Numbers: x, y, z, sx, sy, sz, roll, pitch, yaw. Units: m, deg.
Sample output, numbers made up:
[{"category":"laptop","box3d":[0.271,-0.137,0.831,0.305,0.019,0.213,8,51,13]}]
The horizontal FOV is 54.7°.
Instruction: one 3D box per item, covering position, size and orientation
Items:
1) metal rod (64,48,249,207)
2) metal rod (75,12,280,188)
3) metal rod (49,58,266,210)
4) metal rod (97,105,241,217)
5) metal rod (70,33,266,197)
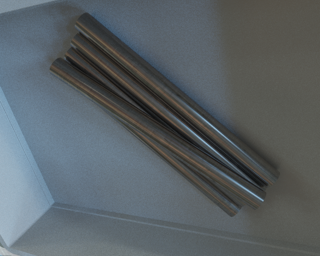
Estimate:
[{"category":"metal rod","box3d":[-0.002,-0.003,0.407,0.300,0.025,0.025,40,129,1]},{"category":"metal rod","box3d":[0.020,-0.034,0.375,0.300,0.025,0.025,40,129,1]},{"category":"metal rod","box3d":[-0.007,0.003,0.380,0.301,0.025,0.025,33,129,6]},{"category":"metal rod","box3d":[-0.012,0.015,0.422,0.300,0.025,0.025,40,129,1]},{"category":"metal rod","box3d":[0.011,-0.017,0.391,0.300,0.025,0.025,40,129,1]}]
